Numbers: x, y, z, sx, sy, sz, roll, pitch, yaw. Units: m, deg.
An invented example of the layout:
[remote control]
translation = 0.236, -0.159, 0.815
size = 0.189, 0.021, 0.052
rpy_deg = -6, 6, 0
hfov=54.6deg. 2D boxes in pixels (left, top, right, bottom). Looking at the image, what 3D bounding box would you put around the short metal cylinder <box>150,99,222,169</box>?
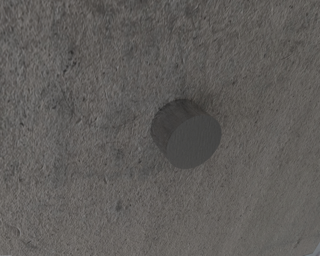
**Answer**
[short metal cylinder]
translation = 0.034, 0.008, 0.413
size = 0.081, 0.050, 0.080
rpy_deg = -14, 124, -21
